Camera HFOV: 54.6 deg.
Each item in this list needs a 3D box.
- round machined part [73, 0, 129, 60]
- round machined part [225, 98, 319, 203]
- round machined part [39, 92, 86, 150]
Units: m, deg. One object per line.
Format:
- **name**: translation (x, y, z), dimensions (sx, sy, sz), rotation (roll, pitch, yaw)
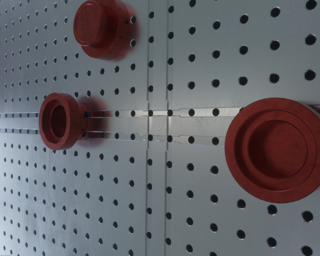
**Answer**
- **round machined part**: translation (-0.097, -0.157, 0.480), dimensions (0.098, 0.042, 0.097), rotation (0, 90, 40)
- **round machined part**: translation (0.117, 0.020, 0.302), dimensions (0.098, 0.042, 0.097), rotation (0, 90, 40)
- **round machined part**: translation (-0.165, -0.011, 0.537), dimensions (0.098, 0.042, 0.097), rotation (0, 90, 40)
